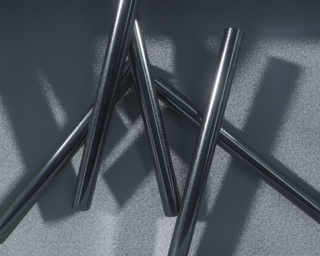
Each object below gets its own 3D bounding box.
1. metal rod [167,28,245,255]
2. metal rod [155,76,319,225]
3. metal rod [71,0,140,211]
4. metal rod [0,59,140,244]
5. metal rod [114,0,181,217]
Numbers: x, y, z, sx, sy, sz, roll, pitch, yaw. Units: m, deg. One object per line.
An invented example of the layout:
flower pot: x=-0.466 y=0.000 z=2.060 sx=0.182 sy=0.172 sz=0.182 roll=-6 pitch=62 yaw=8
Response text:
metal rod: x=0.056 y=0.027 z=0.387 sx=0.025 sy=0.025 sz=0.298 roll=14 pitch=94 yaw=0
metal rod: x=0.110 y=0.033 z=0.412 sx=0.300 sy=0.025 sz=0.025 roll=38 pitch=90 yaw=0
metal rod: x=-0.066 y=-0.036 z=0.376 sx=0.025 sy=0.025 sz=0.298 roll=16 pitch=104 yaw=0
metal rod: x=-0.123 y=0.028 z=0.410 sx=0.025 sy=0.025 sz=0.300 roll=39 pitch=90 yaw=0
metal rod: x=-0.014 y=-0.031 z=0.392 sx=0.025 sy=0.025 sz=0.298 roll=-13 pitch=97 yaw=0
